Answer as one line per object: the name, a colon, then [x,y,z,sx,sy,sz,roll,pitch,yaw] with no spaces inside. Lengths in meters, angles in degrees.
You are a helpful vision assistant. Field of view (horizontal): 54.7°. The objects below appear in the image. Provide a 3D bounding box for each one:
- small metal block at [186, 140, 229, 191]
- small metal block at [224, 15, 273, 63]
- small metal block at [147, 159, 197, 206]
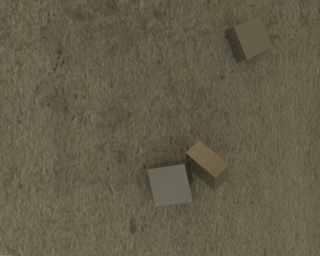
small metal block: [0.062,0.051,0.409,0.025,0.050,0.050,-42,63,-16]
small metal block: [0.131,-0.131,0.459,0.050,0.025,0.050,-28,99,-18]
small metal block: [0.016,0.071,0.403,0.050,0.025,0.050,-11,95,18]
